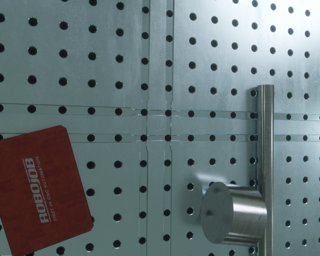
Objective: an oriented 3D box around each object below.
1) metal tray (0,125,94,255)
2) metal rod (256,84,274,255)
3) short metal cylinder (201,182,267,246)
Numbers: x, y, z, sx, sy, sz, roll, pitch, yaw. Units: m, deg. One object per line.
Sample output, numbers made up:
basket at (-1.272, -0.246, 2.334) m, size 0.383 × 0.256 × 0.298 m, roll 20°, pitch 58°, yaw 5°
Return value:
metal tray at (-0.139, 0.069, 0.359) m, size 0.091 × 0.030 × 0.129 m, roll -16°, pitch 96°, yaw -19°
metal rod at (0.160, 0.084, 0.471) m, size 0.025 × 0.025 × 0.298 m, roll 0°, pitch 90°, yaw -20°
short metal cylinder at (0.097, 0.116, 0.419) m, size 0.050 × 0.080 × 0.080 m, roll 13°, pitch 86°, yaw -20°
